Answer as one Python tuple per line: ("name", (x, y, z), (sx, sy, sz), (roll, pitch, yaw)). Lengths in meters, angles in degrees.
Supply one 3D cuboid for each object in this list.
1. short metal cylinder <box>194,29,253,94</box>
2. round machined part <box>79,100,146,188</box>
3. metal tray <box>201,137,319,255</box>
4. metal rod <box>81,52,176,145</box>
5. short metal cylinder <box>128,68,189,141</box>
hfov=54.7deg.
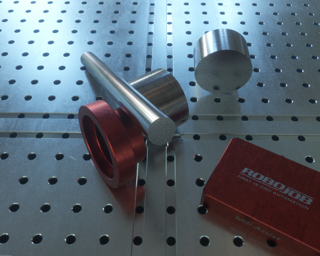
("short metal cylinder", (0.090, -0.097, 0.453), (0.080, 0.080, 0.050), (1, 50, 1))
("round machined part", (-0.051, 0.014, 0.348), (0.042, 0.097, 0.098), (-23, 54, -26))
("metal tray", (0.123, 0.073, 0.343), (0.130, 0.030, 0.090), (24, 54, 19))
("metal rod", (-0.057, -0.054, 0.378), (0.025, 0.025, 0.300), (-20, 30, -16))
("short metal cylinder", (-0.008, -0.030, 0.397), (0.050, 0.080, 0.080), (-28, 56, -22))
